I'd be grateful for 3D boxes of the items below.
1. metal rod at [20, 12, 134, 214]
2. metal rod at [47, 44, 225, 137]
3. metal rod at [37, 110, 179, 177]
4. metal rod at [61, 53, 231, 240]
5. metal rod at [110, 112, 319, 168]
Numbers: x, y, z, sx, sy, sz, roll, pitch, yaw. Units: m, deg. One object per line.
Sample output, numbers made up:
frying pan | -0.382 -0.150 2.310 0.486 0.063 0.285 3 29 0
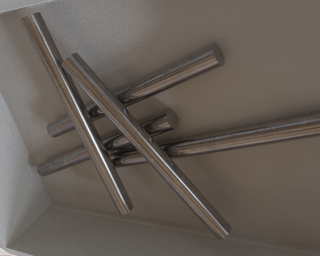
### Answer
metal rod | -0.104 -0.005 0.424 0.025 0.025 0.299 -8 114 31
metal rod | -0.054 -0.037 0.412 0.300 0.025 0.025 -19 109 35
metal rod | -0.098 0.033 0.478 0.300 0.025 0.025 -21 107 35
metal rod | -0.013 0.028 0.397 0.300 0.025 0.025 49 128 -7
metal rod | 0.053 0.021 0.392 0.300 0.025 0.025 -13 112 33
